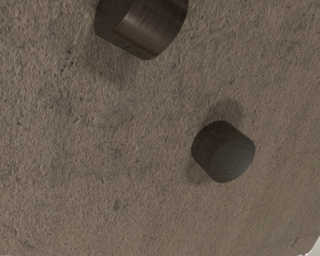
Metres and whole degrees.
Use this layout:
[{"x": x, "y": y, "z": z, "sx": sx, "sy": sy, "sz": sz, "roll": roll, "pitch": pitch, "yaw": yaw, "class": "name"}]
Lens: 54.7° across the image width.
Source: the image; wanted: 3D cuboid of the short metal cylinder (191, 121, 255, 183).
[{"x": 0.095, "y": 0.036, "z": 0.467, "sx": 0.081, "sy": 0.050, "sz": 0.079, "roll": -14, "pitch": 125, "yaw": -21, "class": "short metal cylinder"}]

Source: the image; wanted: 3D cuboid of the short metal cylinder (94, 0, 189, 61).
[{"x": -0.019, "y": -0.111, "z": 0.293, "sx": 0.050, "sy": 0.080, "sz": 0.080, "roll": 22, "pitch": 106, "yaw": -37, "class": "short metal cylinder"}]
